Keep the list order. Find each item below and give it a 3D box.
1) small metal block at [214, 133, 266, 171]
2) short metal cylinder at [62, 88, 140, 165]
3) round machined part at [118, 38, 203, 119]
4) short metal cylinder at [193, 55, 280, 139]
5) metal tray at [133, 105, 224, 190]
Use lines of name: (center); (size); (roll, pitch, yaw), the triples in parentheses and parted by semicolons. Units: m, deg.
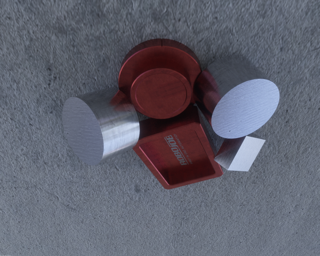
small metal block: (0.106, 0.029, 0.411); (0.050, 0.025, 0.050); (11, 110, -44)
short metal cylinder: (-0.070, -0.003, 0.361); (0.050, 0.080, 0.079); (-23, 146, -41)
round machined part: (0.001, -0.049, 0.357); (0.099, 0.042, 0.097); (0, 130, 0)
short metal cylinder: (0.085, -0.034, 0.350); (0.081, 0.050, 0.079); (-12, 134, -13)
metal tray: (0.026, 0.032, 0.418); (0.090, 0.030, 0.130); (-17, 138, 14)
